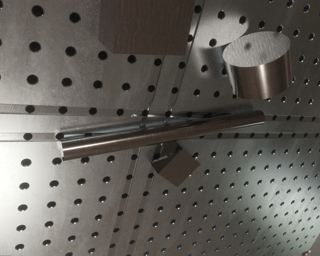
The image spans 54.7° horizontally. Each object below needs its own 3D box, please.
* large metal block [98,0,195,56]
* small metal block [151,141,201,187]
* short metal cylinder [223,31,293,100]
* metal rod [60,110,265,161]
[{"bbox_3d":[-0.014,-0.121,0.314,0.081,0.050,0.079,-5,121,-26],"label":"large metal block"},{"bbox_3d":[0.024,0.053,0.459,0.050,0.025,0.050,-46,130,3],"label":"small metal block"},{"bbox_3d":[0.126,-0.081,0.397,0.080,0.080,0.050,-31,129,-9],"label":"short metal cylinder"},{"bbox_3d":[0.021,0.005,0.427,0.303,0.025,0.025,-9,123,-24],"label":"metal rod"}]
